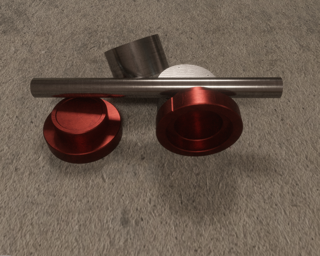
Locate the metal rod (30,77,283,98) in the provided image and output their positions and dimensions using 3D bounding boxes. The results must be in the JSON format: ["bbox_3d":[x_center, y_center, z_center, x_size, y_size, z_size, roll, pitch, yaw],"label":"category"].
[{"bbox_3d":[-0.008,-0.049,0.380,0.302,0.025,0.025,1,50,5],"label":"metal rod"}]

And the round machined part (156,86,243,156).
[{"bbox_3d":[0.044,-0.011,0.365,0.099,0.097,0.042,0,51,-1],"label":"round machined part"}]

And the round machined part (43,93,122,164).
[{"bbox_3d":[-0.099,-0.006,0.396,0.099,0.042,0.098,0,50,0],"label":"round machined part"}]

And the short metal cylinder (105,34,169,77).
[{"bbox_3d":[-0.032,-0.096,0.442,0.080,0.050,0.080,-18,13,5],"label":"short metal cylinder"}]

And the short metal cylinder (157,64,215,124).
[{"bbox_3d":[0.036,-0.042,0.423,0.081,0.050,0.080,0,50,0],"label":"short metal cylinder"}]
